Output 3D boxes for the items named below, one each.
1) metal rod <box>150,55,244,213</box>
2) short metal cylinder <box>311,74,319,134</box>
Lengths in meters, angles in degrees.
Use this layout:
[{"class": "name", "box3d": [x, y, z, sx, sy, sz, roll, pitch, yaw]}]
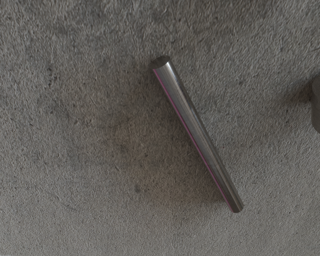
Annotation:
[{"class": "metal rod", "box3d": [0.064, 0.029, 0.432, 0.025, 0.025, 0.299, -20, 128, 16]}, {"class": "short metal cylinder", "box3d": [0.216, -0.028, 0.350, 0.080, 0.080, 0.050, -13, 129, 10]}]
